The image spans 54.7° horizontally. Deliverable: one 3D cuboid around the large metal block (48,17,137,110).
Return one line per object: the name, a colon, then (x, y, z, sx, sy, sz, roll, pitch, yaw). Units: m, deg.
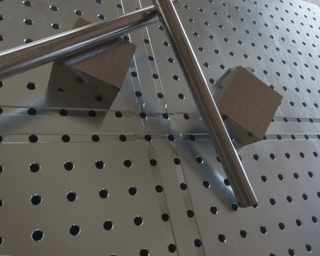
large metal block: (-0.084, -0.081, 0.396, 0.080, 0.050, 0.080, 24, 53, -14)

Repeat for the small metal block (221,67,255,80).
small metal block: (0.141, -0.076, 0.530, 0.050, 0.025, 0.050, -10, 67, -32)

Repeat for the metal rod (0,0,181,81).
metal rod: (-0.075, -0.114, 0.372, 0.025, 0.025, 0.302, 50, 51, 6)

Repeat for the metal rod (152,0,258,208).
metal rod: (0.059, -0.037, 0.413, 0.025, 0.025, 0.299, -22, 89, -36)

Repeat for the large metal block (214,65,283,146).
large metal block: (0.122, -0.031, 0.462, 0.080, 0.050, 0.080, 35, 70, -6)
